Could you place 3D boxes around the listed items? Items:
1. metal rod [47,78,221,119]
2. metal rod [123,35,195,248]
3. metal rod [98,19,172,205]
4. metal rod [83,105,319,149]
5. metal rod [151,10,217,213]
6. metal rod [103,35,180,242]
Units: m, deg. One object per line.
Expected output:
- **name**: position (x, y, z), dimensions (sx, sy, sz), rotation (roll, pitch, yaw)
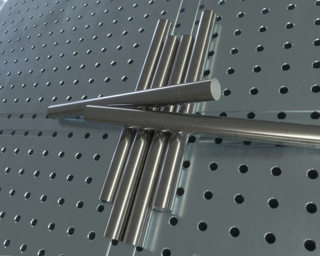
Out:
- **metal rod**: position (-0.058, -0.035, 0.432), dimensions (0.300, 0.025, 0.025), rotation (-4, 60, 36)
- **metal rod**: position (0.007, -0.001, 0.407), dimensions (0.025, 0.025, 0.300), rotation (1, 62, 29)
- **metal rod**: position (-0.029, -0.039, 0.447), dimensions (0.025, 0.025, 0.300), rotation (1, 62, 29)
- **metal rod**: position (0.044, -0.004, 0.362), dimensions (0.301, 0.025, 0.025), rotation (6, 65, 21)
- **metal rod**: position (0.039, -0.040, 0.412), dimensions (0.025, 0.025, 0.300), rotation (1, 62, 29)
- **metal rod**: position (-0.017, -0.003, 0.419), dimensions (0.025, 0.025, 0.300), rotation (2, 62, 29)
